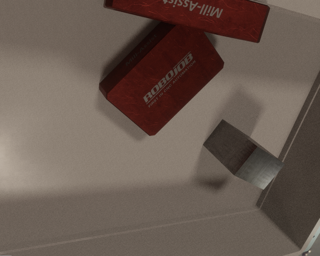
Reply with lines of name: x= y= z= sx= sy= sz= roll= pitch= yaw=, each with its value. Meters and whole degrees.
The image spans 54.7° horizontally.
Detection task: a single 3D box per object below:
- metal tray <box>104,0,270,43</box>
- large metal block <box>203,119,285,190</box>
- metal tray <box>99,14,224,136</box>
metal tray: x=0.018 y=-0.109 z=0.279 sx=0.131 sy=0.090 sz=0.030 roll=8 pitch=108 yaw=-15
large metal block: x=0.126 y=0.040 z=0.469 sx=0.080 sy=0.080 sz=0.050 roll=28 pitch=103 yaw=-38
metal tray: x=0.005 y=-0.063 z=0.371 sx=0.130 sy=0.030 sz=0.090 roll=-45 pitch=130 yaw=3
